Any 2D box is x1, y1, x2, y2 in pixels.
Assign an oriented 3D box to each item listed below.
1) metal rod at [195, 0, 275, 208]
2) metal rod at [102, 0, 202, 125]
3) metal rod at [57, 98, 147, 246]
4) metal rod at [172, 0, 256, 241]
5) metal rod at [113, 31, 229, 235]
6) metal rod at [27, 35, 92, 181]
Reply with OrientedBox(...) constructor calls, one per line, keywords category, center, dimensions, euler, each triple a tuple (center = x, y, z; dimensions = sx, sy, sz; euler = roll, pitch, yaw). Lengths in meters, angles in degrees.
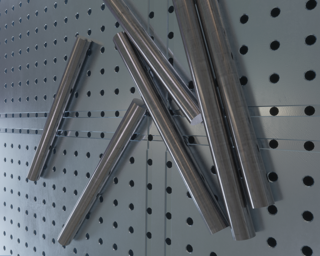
OrientedBox(category="metal rod", center=(0.074, -0.063, 0.348), dimensions=(0.025, 0.025, 0.299), euler=(-21, 77, 38))
OrientedBox(category="metal rod", center=(-0.027, -0.125, 0.432), dimensions=(0.025, 0.025, 0.299), euler=(-48, 62, 29))
OrientedBox(category="metal rod", center=(-0.098, 0.082, 0.491), dimensions=(0.025, 0.025, 0.298), euler=(46, 117, 30))
OrientedBox(category="metal rod", center=(0.057, -0.027, 0.353), dimensions=(0.025, 0.025, 0.299), euler=(-19, 81, 38))
OrientedBox(category="metal rod", center=(0.005, -0.008, 0.405), dimensions=(0.025, 0.025, 0.299), euler=(-41, 65, 32))
OrientedBox(category="metal rod", center=(-0.190, -0.025, 0.567), dimensions=(0.025, 0.025, 0.298), euler=(41, 115, 32))
